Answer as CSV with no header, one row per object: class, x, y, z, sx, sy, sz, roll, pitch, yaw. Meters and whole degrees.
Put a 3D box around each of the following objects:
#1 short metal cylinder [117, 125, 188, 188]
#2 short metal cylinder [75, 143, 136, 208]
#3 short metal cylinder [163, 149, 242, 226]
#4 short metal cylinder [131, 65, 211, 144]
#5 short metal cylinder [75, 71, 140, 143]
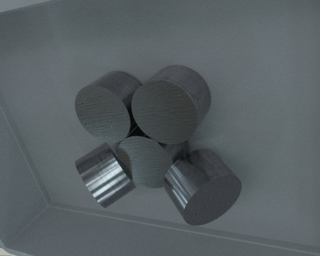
short metal cylinder,-0.009,0.033,0.412,0.080,0.050,0.079,13,124,20
short metal cylinder,-0.077,0.067,0.444,0.050,0.080,0.080,-33,104,-7
short metal cylinder,0.052,0.072,0.379,0.050,0.081,0.079,51,143,46
short metal cylinder,0.014,-0.028,0.365,0.080,0.050,0.079,13,124,20
short metal cylinder,-0.062,-0.028,0.403,0.080,0.050,0.079,13,124,20
